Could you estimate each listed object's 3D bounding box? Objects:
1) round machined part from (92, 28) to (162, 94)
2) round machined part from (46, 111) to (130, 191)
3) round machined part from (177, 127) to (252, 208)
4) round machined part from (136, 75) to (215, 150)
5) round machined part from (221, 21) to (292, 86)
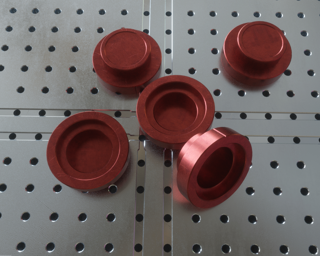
[{"bbox_3d":[-0.047,-0.101,0.439,0.099,0.042,0.098,0,70,-1],"label":"round machined part"},{"bbox_3d":[-0.087,0.031,0.390,0.099,0.042,0.098,0,70,-1],"label":"round machined part"},{"bbox_3d":[0.059,0.043,0.368,0.098,0.098,0.042,-39,41,-13],"label":"round machined part"},{"bbox_3d":[0.020,-0.017,0.406,0.099,0.042,0.098,-1,66,3],"label":"round machined part"},{"bbox_3d":[0.141,-0.114,0.446,0.099,0.042,0.098,0,70,-1],"label":"round machined part"}]
